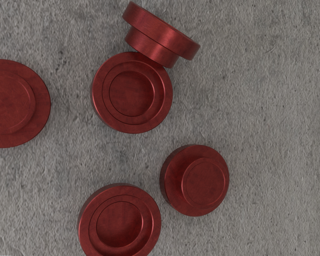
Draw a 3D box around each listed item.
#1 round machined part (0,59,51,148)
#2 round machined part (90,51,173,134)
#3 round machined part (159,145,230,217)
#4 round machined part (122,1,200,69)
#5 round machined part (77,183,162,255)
[{"bbox_3d":[-0.171,-0.026,0.337,0.099,0.042,0.097,0,90,-20],"label":"round machined part"},{"bbox_3d":[-0.037,-0.042,0.386,0.099,0.042,0.097,0,91,-20],"label":"round machined part"},{"bbox_3d":[0.052,0.072,0.419,0.099,0.042,0.097,0,90,-20],"label":"round machined part"},{"bbox_3d":[-0.003,-0.108,0.375,0.098,0.098,0.042,27,109,-18],"label":"round machined part"},{"bbox_3d":[-0.051,0.116,0.381,0.099,0.042,0.097,0,90,-20],"label":"round machined part"}]
